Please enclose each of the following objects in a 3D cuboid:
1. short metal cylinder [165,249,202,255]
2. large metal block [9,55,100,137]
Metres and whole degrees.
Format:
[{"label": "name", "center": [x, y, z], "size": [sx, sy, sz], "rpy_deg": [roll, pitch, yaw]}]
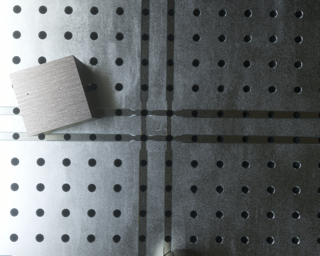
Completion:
[{"label": "short metal cylinder", "center": [0.032, 0.206, 0.401], "size": [0.081, 0.050, 0.080], "rpy_deg": [0, 90, 0]}, {"label": "large metal block", "center": [-0.132, -0.039, 0.400], "size": [0.080, 0.050, 0.080], "rpy_deg": [-17, 90, 0]}]
